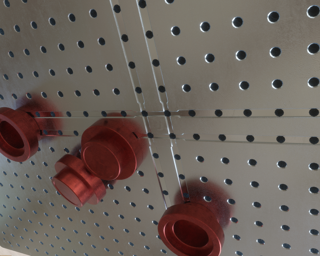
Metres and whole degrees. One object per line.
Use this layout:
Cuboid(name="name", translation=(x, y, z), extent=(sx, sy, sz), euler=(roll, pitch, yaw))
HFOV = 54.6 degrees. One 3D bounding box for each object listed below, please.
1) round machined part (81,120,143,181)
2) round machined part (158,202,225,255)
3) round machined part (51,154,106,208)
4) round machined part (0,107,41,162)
Cuboid(name="round machined part", translation=(-0.079, 0.040, 0.467), extent=(0.098, 0.042, 0.097), euler=(13, 124, 21))
Cuboid(name="round machined part", translation=(0.050, 0.152, 0.469), extent=(0.098, 0.042, 0.097), euler=(13, 124, 21))
Cuboid(name="round machined part", translation=(-0.141, 0.094, 0.517), extent=(0.098, 0.042, 0.097), euler=(26, 142, 23))
Cuboid(name="round machined part", translation=(-0.249, 0.007, 0.537), extent=(0.098, 0.042, 0.097), euler=(13, 124, 21))
